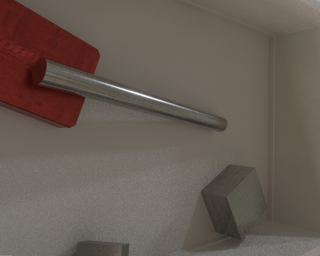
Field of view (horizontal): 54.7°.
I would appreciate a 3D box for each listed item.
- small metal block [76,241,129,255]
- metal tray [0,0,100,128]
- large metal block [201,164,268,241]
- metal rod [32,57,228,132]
[{"bbox_3d":[-0.063,0.150,0.331,0.025,0.050,0.050,53,38,-70],"label":"small metal block"},{"bbox_3d":[-0.131,-0.063,0.295,0.131,0.030,0.090,26,74,-37],"label":"metal tray"},{"bbox_3d":[0.120,0.115,0.494,0.081,0.050,0.080,-34,111,-35],"label":"large metal block"},{"bbox_3d":[-0.005,-0.028,0.379,0.302,0.025,0.025,12,82,-47],"label":"metal rod"}]
